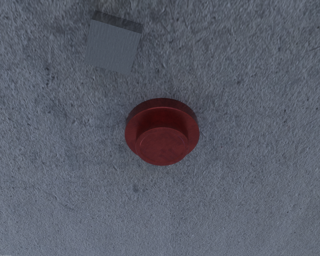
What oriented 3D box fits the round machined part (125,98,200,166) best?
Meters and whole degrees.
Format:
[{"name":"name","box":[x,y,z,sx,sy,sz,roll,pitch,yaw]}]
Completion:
[{"name":"round machined part","box":[0.003,0.012,0.407,0.099,0.042,0.097,-1,130,0]}]

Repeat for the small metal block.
[{"name":"small metal block","box":[-0.050,-0.090,0.330,0.050,0.025,0.050,13,129,-12]}]
